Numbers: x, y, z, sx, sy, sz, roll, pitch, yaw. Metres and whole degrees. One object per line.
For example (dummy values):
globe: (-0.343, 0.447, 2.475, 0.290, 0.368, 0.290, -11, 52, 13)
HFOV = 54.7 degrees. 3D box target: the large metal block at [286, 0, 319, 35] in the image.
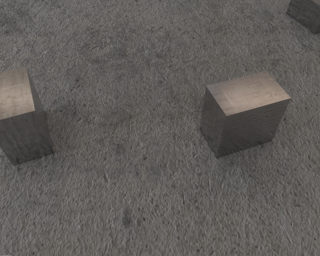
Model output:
large metal block: (0.302, -0.226, 0.579, 0.081, 0.050, 0.080, -18, 53, -15)

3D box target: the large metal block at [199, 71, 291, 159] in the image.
large metal block: (0.100, -0.015, 0.381, 0.081, 0.080, 0.050, -16, 52, -13)

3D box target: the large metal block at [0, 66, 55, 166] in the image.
large metal block: (-0.171, -0.014, 0.378, 0.050, 0.080, 0.080, -17, 52, -14)
